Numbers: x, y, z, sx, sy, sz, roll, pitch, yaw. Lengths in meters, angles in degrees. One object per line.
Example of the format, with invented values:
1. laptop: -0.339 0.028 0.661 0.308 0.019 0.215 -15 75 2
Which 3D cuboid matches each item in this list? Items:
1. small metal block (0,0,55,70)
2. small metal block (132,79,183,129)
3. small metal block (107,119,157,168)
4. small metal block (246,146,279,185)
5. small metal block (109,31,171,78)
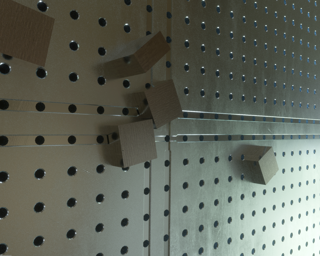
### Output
1. small metal block: -0.134 -0.088 0.296 0.050 0.025 0.050 15 81 -39
2. small metal block: -0.002 -0.031 0.407 0.050 0.025 0.050 -29 108 -36
3. small metal block: -0.033 0.017 0.380 0.050 0.025 0.050 -12 98 -39
4. small metal block: 0.188 0.067 0.565 0.050 0.025 0.050 -35 112 -34
5. small metal block: -0.024 -0.087 0.372 0.050 0.050 0.025 -49 119 -29
